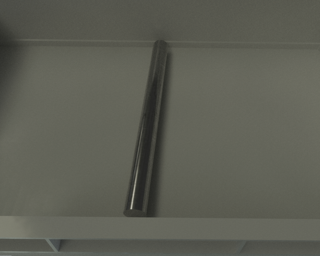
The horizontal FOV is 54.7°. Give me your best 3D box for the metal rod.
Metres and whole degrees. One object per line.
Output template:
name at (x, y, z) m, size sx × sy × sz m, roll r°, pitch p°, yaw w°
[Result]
metal rod at (-0.013, -0.023, 0.423) m, size 0.025 × 0.025 × 0.300 m, roll 4°, pitch 50°, yaw 3°
